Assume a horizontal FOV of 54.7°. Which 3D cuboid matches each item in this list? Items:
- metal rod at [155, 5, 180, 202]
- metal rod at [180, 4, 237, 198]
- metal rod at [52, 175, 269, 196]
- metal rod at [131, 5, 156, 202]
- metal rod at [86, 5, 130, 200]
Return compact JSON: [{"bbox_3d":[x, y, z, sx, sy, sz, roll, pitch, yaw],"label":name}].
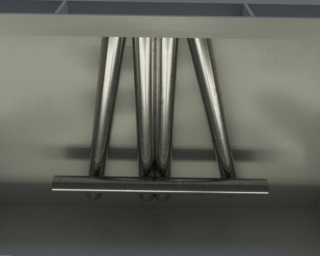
[{"bbox_3d":[0.006,-0.004,0.404,0.025,0.025,0.298,0,130,-1],"label":"metal rod"},{"bbox_3d":[0.074,-0.009,0.401,0.025,0.025,0.299,-12,129,10],"label":"metal rod"},{"bbox_3d":[0.001,0.082,0.443,0.302,0.025,0.025,1,130,-1],"label":"metal rod"},{"bbox_3d":[-0.019,-0.004,0.404,0.025,0.025,0.298,1,130,-1],"label":"metal rod"},{"bbox_3d":[-0.074,-0.006,0.402,0.025,0.025,0.298,9,130,-8],"label":"metal rod"}]
